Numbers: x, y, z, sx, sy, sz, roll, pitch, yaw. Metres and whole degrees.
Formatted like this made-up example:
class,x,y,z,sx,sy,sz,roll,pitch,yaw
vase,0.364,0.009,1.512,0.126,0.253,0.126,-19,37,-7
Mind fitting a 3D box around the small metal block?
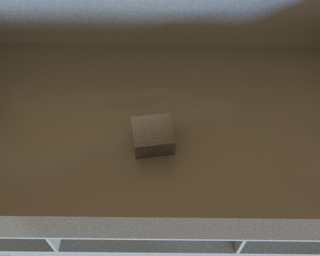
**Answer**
class,x,y,z,sx,sy,sz,roll,pitch,yaw
small metal block,-0.009,0.010,0.397,0.050,0.025,0.050,-6,50,-6
